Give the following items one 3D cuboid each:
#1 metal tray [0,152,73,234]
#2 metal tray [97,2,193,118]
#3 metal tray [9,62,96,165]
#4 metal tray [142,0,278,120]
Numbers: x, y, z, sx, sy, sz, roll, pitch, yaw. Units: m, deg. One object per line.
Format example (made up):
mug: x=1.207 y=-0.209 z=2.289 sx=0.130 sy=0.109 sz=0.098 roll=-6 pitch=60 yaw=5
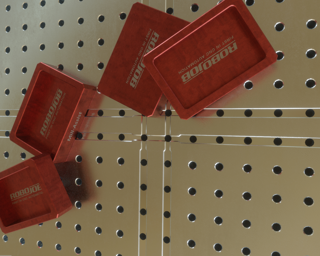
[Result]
metal tray: x=-0.200 y=0.099 z=0.460 sx=0.130 sy=0.030 sz=0.090 roll=-23 pitch=92 yaw=28
metal tray: x=-0.018 y=-0.090 z=0.415 sx=0.090 sy=0.030 sz=0.129 roll=28 pitch=99 yaw=17
metal tray: x=-0.163 y=-0.022 z=0.465 sx=0.090 sy=0.030 sz=0.129 roll=28 pitch=99 yaw=17
metal tray: x=0.057 y=-0.081 z=0.367 sx=0.130 sy=0.030 sz=0.090 roll=-34 pitch=94 yaw=7
